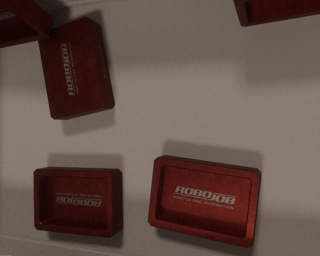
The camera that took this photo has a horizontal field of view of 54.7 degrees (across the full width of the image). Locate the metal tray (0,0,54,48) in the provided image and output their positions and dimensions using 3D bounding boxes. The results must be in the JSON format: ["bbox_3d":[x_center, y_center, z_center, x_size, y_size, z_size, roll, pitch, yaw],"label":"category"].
[{"bbox_3d":[-0.227,-0.154,0.430,0.130,0.090,0.030,-1,70,28],"label":"metal tray"}]

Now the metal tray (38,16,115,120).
[{"bbox_3d":[-0.122,-0.083,0.450,0.090,0.030,0.129,-12,86,19],"label":"metal tray"}]

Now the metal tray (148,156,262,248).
[{"bbox_3d":[0.054,0.087,0.388,0.130,0.030,0.089,7,92,19],"label":"metal tray"}]

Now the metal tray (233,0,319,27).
[{"bbox_3d":[0.147,-0.145,0.324,0.130,0.090,0.030,-4,89,19],"label":"metal tray"}]

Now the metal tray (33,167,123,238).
[{"bbox_3d":[-0.120,0.104,0.448,0.130,0.030,0.089,-1,90,19],"label":"metal tray"}]
